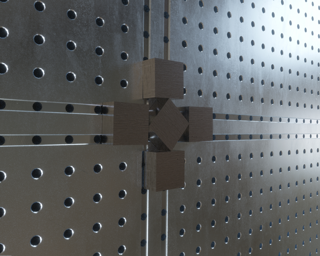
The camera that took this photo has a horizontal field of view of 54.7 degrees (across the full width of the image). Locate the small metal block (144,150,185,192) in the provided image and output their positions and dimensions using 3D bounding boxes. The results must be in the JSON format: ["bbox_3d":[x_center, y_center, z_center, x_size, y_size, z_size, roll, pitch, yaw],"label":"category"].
[{"bbox_3d":[0.006,0.056,0.416,0.050,0.025,0.050,0,90,-40],"label":"small metal block"}]

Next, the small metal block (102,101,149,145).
[{"bbox_3d":[-0.041,-0.005,0.376,0.050,0.025,0.050,2,89,-40],"label":"small metal block"}]

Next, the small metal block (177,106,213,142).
[{"bbox_3d":[0.051,-0.005,0.454,0.050,0.025,0.050,0,90,-40],"label":"small metal block"}]

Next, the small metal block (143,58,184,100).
[{"bbox_3d":[0.005,-0.064,0.415,0.050,0.025,0.050,-1,91,-40],"label":"small metal block"}]

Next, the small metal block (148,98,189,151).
[{"bbox_3d":[0.005,-0.004,0.415,0.050,0.025,0.050,50,61,-29],"label":"small metal block"}]
